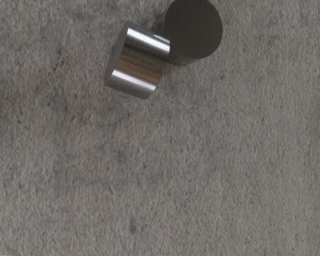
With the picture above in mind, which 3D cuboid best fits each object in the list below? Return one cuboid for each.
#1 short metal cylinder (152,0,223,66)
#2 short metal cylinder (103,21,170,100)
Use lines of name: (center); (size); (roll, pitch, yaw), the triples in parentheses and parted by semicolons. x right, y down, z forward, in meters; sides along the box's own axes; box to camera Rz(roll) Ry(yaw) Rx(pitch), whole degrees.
short metal cylinder: (0.035, -0.126, 0.410); (0.081, 0.050, 0.079); (0, 90, -21)
short metal cylinder: (-0.029, -0.079, 0.370); (0.050, 0.080, 0.080); (19, 84, -20)
